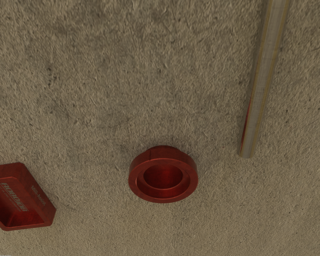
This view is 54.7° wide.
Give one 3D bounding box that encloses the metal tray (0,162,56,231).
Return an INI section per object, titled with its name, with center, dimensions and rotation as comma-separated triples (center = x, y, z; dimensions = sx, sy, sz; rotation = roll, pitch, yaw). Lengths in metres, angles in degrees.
[metal tray]
center = -0.238, 0.114, 0.498
dimensions = 0.090, 0.030, 0.129
rotation = -9, 130, 7

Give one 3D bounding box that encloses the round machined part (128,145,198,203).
[round machined part]
center = 0.005, 0.063, 0.450
dimensions = 0.099, 0.042, 0.097
rotation = 0, 130, 0

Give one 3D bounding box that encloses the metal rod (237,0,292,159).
[metal rod]
center = 0.117, -0.079, 0.340
dimensions = 0.025, 0.025, 0.298
rotation = -1, 130, 1
